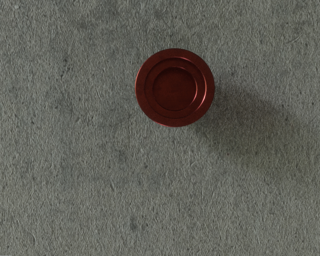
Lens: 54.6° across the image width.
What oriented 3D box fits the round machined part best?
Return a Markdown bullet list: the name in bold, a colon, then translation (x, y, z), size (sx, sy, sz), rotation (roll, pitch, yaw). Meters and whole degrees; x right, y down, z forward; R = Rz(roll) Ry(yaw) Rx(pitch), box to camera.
- **round machined part**: translation (0.018, -0.050, 0.402), size (0.099, 0.042, 0.097), rotation (0, 90, 0)
